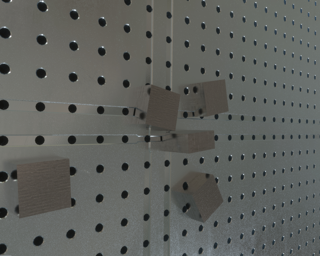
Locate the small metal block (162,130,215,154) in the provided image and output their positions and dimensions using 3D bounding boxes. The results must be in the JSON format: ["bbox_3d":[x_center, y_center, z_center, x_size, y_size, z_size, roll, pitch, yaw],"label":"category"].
[{"bbox_3d":[0.039,0.018,0.424,0.050,0.050,0.025,-6,94,-40],"label":"small metal block"}]

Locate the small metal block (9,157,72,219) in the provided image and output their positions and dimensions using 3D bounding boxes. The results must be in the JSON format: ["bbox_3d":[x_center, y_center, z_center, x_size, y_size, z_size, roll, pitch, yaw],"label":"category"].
[{"bbox_3d":[-0.119,0.057,0.309,0.050,0.025,0.050,-4,93,-40],"label":"small metal block"}]

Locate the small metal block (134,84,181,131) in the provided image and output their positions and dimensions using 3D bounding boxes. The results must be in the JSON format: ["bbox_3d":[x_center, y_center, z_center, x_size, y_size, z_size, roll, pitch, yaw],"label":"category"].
[{"bbox_3d":[-0.003,-0.025,0.405,0.050,0.025,0.050,14,81,-39],"label":"small metal block"}]

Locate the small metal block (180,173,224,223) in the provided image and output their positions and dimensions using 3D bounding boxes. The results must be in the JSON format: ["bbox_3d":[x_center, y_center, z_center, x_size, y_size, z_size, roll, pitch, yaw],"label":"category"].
[{"bbox_3d":[0.063,0.102,0.461,0.050,0.025,0.050,-36,112,-34],"label":"small metal block"}]

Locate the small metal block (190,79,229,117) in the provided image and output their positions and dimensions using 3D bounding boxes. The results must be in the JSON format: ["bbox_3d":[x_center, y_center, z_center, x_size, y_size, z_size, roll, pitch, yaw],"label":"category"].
[{"bbox_3d":[0.076,-0.046,0.471,0.050,0.025,0.050,-14,99,-39],"label":"small metal block"}]
